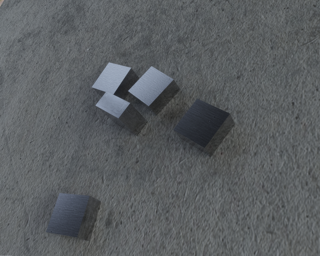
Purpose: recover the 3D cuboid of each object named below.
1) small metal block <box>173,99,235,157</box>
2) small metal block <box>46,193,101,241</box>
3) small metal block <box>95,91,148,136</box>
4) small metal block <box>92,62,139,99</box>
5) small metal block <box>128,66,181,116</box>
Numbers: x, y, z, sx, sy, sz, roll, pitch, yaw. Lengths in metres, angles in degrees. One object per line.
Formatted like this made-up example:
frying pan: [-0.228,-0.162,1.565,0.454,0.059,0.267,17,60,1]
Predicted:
small metal block: [0.054,-0.001,0.377,0.050,0.025,0.050,31,79,37]
small metal block: [-0.109,0.112,0.392,0.050,0.025,0.050,-2,61,27]
small metal block: [-0.052,-0.020,0.427,0.050,0.050,0.025,28,77,37]
small metal block: [-0.070,-0.071,0.484,0.050,0.025,0.050,21,72,35]
small metal block: [-0.008,-0.054,0.441,0.050,0.025,0.050,-48,51,-5]
